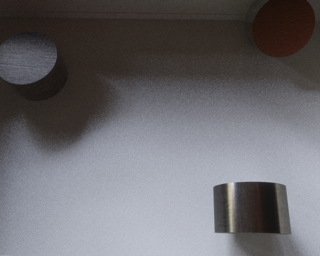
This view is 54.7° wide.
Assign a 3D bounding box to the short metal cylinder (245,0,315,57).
[{"bbox_3d":[0.162,-0.143,0.427,0.080,0.079,0.050,3,26,1],"label":"short metal cylinder"}]

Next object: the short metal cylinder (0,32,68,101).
[{"bbox_3d":[-0.174,-0.084,0.426,0.081,0.050,0.080,0,70,0],"label":"short metal cylinder"}]

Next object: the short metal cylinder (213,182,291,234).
[{"bbox_3d":[0.101,0.092,0.347,0.080,0.080,0.050,1,70,0],"label":"short metal cylinder"}]
